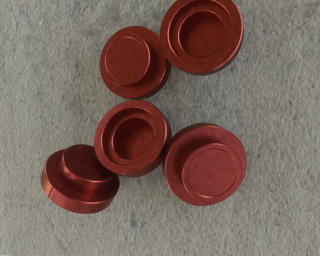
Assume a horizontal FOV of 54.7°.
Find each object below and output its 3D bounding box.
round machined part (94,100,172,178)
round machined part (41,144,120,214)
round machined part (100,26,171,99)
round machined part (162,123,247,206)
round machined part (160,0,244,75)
[{"bbox_3d":[-0.031,0.016,0.399,0.098,0.042,0.098,-8,67,18],"label":"round machined part"},{"bbox_3d":[-0.098,0.058,0.399,0.098,0.099,0.042,38,118,15],"label":"round machined part"},{"bbox_3d":[-0.038,-0.088,0.412,0.098,0.042,0.097,0,90,19],"label":"round machined part"},{"bbox_3d":[0.054,0.046,0.357,0.099,0.042,0.097,-2,102,-9],"label":"round machined part"},{"bbox_3d":[0.053,-0.113,0.381,0.098,0.042,0.097,0,90,19],"label":"round machined part"}]
